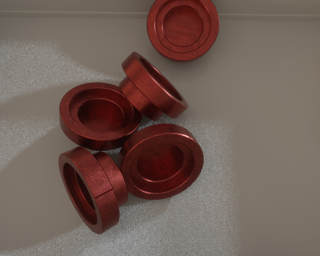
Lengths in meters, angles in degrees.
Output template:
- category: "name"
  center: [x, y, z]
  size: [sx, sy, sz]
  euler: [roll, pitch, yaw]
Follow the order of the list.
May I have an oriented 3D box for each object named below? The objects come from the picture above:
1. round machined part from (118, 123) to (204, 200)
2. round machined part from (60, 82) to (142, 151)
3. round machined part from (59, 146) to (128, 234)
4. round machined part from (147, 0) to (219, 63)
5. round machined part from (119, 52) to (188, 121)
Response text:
- category: "round machined part"
  center: [-0.001, 0.035, 0.368]
  size: [0.099, 0.097, 0.042]
  euler: [-17, 35, -6]
- category: "round machined part"
  center: [-0.075, -0.010, 0.391]
  size: [0.099, 0.042, 0.098]
  euler: [9, 47, -10]
- category: "round machined part"
  center: [-0.072, 0.065, 0.351]
  size: [0.042, 0.097, 0.098]
  euler: [-25, 71, -32]
- category: "round machined part"
  center: [0.032, -0.142, 0.440]
  size: [0.099, 0.042, 0.097]
  euler: [0, 95, 2]
- category: "round machined part"
  center: [-0.013, -0.047, 0.394]
  size: [0.042, 0.098, 0.098]
  euler: [-44, 74, 13]
